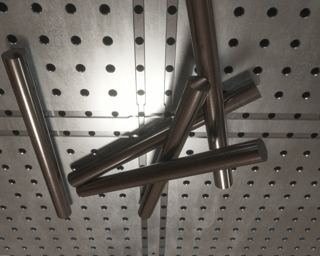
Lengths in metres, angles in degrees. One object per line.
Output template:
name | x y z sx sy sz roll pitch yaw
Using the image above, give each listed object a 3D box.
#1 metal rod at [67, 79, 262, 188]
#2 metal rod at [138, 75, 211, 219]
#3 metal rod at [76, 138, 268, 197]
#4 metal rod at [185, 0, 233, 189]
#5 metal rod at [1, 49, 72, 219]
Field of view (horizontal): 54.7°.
metal rod | -0.008 0.016 0.425 0.300 0.025 0.025 -27 125 21
metal rod | 0.007 0.050 0.428 0.025 0.025 0.298 10 138 -9
metal rod | -0.009 0.060 0.407 0.300 0.025 0.025 -18 130 36
metal rod | 0.056 -0.048 0.346 0.025 0.025 0.298 -10 122 7
metal rod | -0.163 0.032 0.436 0.025 0.025 0.298 0 130 -1
